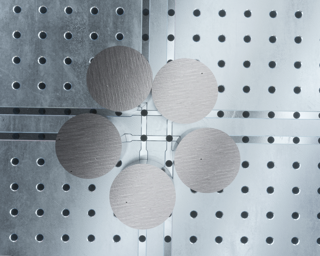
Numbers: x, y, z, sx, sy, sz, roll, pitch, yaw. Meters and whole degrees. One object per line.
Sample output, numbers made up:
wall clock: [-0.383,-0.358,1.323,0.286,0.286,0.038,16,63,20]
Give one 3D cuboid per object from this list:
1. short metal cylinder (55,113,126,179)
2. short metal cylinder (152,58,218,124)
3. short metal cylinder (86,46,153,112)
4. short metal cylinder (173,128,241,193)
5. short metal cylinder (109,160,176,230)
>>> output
short metal cylinder: [-0.086,0.022,0.400,0.081,0.050,0.079,0,90,0]
short metal cylinder: [0.030,-0.045,0.400,0.081,0.050,0.079,0,90,0]
short metal cylinder: [-0.049,-0.060,0.400,0.081,0.050,0.079,0,90,-1]
short metal cylinder: [0.057,0.039,0.400,0.081,0.050,0.079,0,91,-1]
short metal cylinder: [-0.021,0.083,0.399,0.081,0.050,0.080,0,90,0]
